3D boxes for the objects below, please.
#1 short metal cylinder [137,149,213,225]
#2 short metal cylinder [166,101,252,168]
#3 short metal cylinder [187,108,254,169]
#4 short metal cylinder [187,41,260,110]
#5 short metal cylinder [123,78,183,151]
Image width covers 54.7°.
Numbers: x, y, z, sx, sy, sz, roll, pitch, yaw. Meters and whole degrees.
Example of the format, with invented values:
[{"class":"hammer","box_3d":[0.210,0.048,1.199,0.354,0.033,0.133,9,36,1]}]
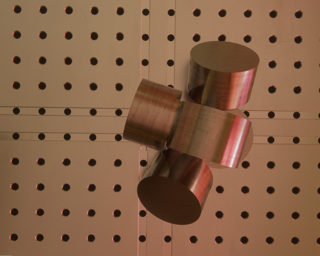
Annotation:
[{"class":"short metal cylinder","box_3d":[0.019,0.072,0.380,0.080,0.050,0.079,14,129,18]},{"class":"short metal cylinder","box_3d":[0.052,0.007,0.335,0.080,0.080,0.050,17,90,0]},{"class":"short metal cylinder","box_3d":[0.073,0.010,0.400,0.081,0.050,0.080,0,89,0]},{"class":"short metal cylinder","box_3d":[0.075,-0.066,0.379,0.081,0.080,0.050,2,130,0]},{"class":"short metal cylinder","box_3d":[-0.009,-0.016,0.385,0.050,0.080,0.080,19,90,0]}]
